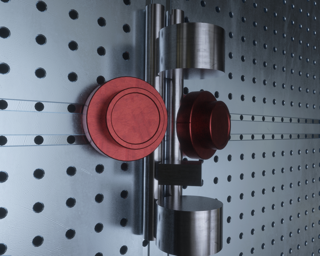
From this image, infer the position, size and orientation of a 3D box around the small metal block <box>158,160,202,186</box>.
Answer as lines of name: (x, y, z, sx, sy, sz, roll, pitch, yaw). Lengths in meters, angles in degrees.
small metal block: (0.027, 0.055, 0.385, 0.050, 0.050, 0.025, 6, 85, -82)

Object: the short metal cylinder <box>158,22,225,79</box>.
short metal cylinder: (0.038, -0.090, 0.376, 0.081, 0.080, 0.050, 1, 90, -40)

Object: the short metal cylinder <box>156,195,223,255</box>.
short metal cylinder: (0.035, 0.115, 0.375, 0.081, 0.080, 0.050, 1, 90, -40)

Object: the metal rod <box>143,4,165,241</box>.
metal rod: (-0.008, -0.008, 0.401, 0.025, 0.025, 0.298, 1, 89, -40)

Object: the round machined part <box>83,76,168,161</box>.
round machined part: (-0.034, -0.010, 0.353, 0.099, 0.042, 0.097, 0, 90, -26)

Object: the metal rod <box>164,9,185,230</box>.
metal rod: (0.019, -0.009, 0.424, 0.025, 0.025, 0.298, 1, 89, -40)

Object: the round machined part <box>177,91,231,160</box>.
round machined part: (0.068, -0.004, 0.437, 0.099, 0.042, 0.097, -1, 91, -55)
